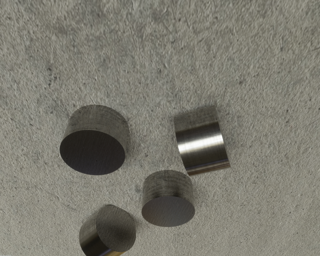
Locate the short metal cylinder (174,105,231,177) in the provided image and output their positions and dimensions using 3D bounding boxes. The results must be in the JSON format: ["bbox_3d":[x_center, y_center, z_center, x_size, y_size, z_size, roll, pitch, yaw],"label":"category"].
[{"bbox_3d":[0.053,0.016,0.385,0.050,0.080,0.080,-15,129,12],"label":"short metal cylinder"}]

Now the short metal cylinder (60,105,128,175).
[{"bbox_3d":[-0.084,0.016,0.404,0.081,0.050,0.079,0,130,0],"label":"short metal cylinder"}]

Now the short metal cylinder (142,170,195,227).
[{"bbox_3d":[0.013,0.111,0.485,0.081,0.050,0.079,0,130,0],"label":"short metal cylinder"}]

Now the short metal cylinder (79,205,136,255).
[{"bbox_3d":[-0.088,0.179,0.523,0.080,0.080,0.050,33,123,-25],"label":"short metal cylinder"}]
